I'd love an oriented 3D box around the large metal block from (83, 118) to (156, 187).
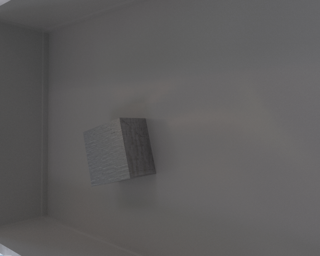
[{"bbox_3d":[-0.059,0.035,0.440,0.080,0.050,0.080,-19,78,38],"label":"large metal block"}]
